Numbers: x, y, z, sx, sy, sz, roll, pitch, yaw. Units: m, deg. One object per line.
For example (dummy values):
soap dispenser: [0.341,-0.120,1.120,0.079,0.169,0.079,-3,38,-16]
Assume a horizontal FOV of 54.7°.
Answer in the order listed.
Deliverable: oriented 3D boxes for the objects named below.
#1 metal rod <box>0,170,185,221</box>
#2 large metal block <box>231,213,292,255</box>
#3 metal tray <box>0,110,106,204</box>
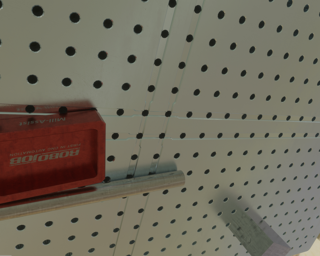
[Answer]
metal rod: [-0.102,0.090,0.411,0.303,0.025,0.025,-5,121,-26]
large metal block: [0.206,0.228,0.633,0.080,0.080,0.050,30,102,-38]
metal tray: [-0.131,0.032,0.356,0.131,0.030,0.089,-8,122,-25]
